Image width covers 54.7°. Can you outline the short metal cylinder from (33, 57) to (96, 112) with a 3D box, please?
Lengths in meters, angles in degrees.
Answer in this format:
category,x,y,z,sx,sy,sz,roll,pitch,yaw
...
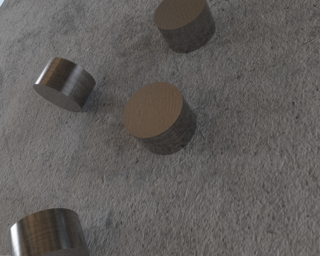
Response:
category,x,y,z,sx,sy,sz,roll,pitch,yaw
short metal cylinder,-0.149,-0.067,0.488,0.080,0.080,0.050,11,67,32

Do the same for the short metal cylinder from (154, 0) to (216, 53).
category,x,y,z,sx,sy,sz,roll,pitch,yaw
short metal cylinder,0.038,-0.161,0.467,0.080,0.050,0.080,-13,56,21

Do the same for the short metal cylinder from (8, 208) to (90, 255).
category,x,y,z,sx,sy,sz,roll,pitch,yaw
short metal cylinder,-0.126,0.136,0.352,0.080,0.080,0.050,-35,51,5

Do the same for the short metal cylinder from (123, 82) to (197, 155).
category,x,y,z,sx,sy,sz,roll,pitch,yaw
short metal cylinder,0.001,-0.012,0.395,0.080,0.050,0.080,-13,56,21
